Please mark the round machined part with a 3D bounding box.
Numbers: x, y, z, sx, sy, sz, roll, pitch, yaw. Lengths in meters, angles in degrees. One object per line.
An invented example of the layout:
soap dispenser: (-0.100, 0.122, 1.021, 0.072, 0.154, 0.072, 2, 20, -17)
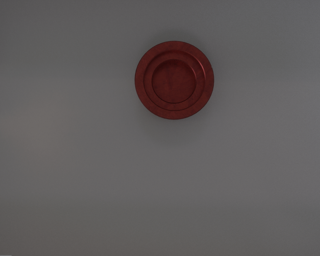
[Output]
round machined part: (0.018, -0.059, 0.403, 0.099, 0.042, 0.097, 0, 90, 0)
